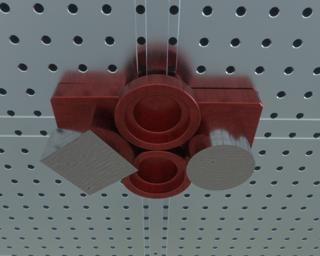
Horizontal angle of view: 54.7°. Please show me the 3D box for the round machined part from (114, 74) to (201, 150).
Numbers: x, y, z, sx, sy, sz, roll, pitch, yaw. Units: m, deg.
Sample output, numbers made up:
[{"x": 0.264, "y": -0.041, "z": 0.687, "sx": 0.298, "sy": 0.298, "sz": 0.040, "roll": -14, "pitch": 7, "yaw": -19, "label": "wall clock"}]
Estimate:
[{"x": -0.003, "y": -0.022, "z": 0.369, "sx": 0.099, "sy": 0.042, "sz": 0.097, "roll": 0, "pitch": 130, "yaw": 0, "label": "round machined part"}]

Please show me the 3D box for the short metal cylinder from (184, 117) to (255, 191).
[{"x": 0.071, "y": 0.032, "z": 0.383, "sx": 0.081, "sy": 0.050, "sz": 0.079, "roll": 0, "pitch": 130, "yaw": 0, "label": "short metal cylinder"}]

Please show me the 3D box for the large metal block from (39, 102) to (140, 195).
[{"x": -0.081, "y": 0.028, "z": 0.378, "sx": 0.080, "sy": 0.050, "sz": 0.080, "roll": -30, "pitch": 124, "yaw": 23, "label": "large metal block"}]

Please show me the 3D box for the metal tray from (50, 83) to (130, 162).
[{"x": -0.083, "y": 0.004, "z": 0.410, "sx": 0.091, "sy": 0.030, "sz": 0.129, "roll": 0, "pitch": 130, "yaw": -2, "label": "metal tray"}]

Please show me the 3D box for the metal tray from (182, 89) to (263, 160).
[{"x": 0.076, "y": 0.010, "z": 0.415, "sx": 0.091, "sy": 0.030, "sz": 0.129, "roll": 0, "pitch": 130, "yaw": -1, "label": "metal tray"}]

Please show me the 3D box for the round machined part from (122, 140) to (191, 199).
[{"x": -0.004, "y": 0.052, "z": 0.433, "sx": 0.099, "sy": 0.042, "sz": 0.097, "roll": 0, "pitch": 130, "yaw": 0, "label": "round machined part"}]
